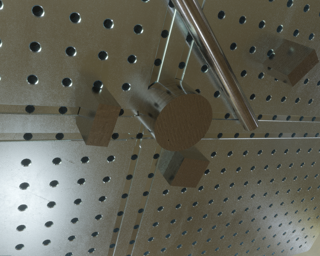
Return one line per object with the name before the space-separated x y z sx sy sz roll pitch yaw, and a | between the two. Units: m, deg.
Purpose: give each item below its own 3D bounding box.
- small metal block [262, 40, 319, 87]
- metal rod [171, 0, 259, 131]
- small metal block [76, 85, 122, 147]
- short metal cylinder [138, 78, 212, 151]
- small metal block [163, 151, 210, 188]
small metal block | 0.185 -0.093 0.441 0.050 0.050 0.025 -44 130 2
metal rod | 0.068 -0.092 0.392 0.025 0.025 0.300 -41 130 0
small metal block | -0.071 -0.014 0.349 0.025 0.050 0.050 8 114 -33
short metal cylinder | 0.019 -0.017 0.397 0.081 0.050 0.079 -14 124 -21
small metal block | 0.040 0.063 0.474 0.050 0.025 0.050 12 112 -34
